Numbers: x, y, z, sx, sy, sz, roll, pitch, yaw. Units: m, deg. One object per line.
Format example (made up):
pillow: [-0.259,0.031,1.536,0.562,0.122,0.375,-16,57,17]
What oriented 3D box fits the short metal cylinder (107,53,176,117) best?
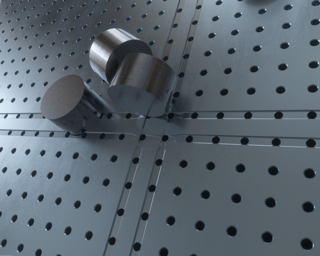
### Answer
short metal cylinder: [-0.024,-0.056,0.418,0.080,0.080,0.050,6,65,30]

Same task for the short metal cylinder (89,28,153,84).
short metal cylinder: [-0.058,-0.102,0.464,0.080,0.080,0.050,-46,51,-4]

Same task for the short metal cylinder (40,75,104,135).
short metal cylinder: [-0.137,-0.036,0.484,0.080,0.050,0.080,-13,56,20]
